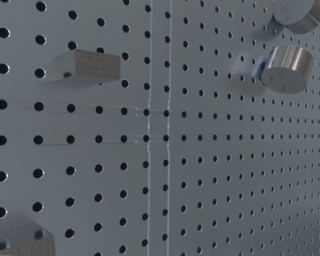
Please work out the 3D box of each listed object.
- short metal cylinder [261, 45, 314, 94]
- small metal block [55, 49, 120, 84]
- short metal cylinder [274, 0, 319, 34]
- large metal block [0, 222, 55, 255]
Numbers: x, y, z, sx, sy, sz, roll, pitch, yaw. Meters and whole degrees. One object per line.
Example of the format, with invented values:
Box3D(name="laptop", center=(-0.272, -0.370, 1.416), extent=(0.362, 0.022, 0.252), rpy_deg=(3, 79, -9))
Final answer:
Box3D(name="short metal cylinder", center=(0.234, -0.106, 0.570), extent=(0.080, 0.080, 0.050), rpy_deg=(39, 66, -33))
Box3D(name="small metal block", center=(-0.077, -0.063, 0.328), extent=(0.050, 0.050, 0.025), rpy_deg=(-1, 91, -40))
Box3D(name="short metal cylinder", center=(0.271, -0.230, 0.601), extent=(0.050, 0.080, 0.080), rpy_deg=(14, 81, -39))
Box3D(name="large metal block", center=(-0.141, 0.139, 0.275), extent=(0.081, 0.050, 0.079), rpy_deg=(-4, 93, -40))
